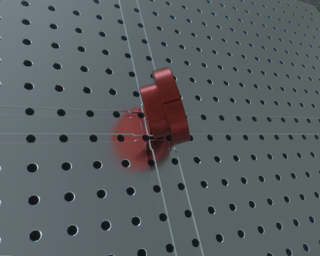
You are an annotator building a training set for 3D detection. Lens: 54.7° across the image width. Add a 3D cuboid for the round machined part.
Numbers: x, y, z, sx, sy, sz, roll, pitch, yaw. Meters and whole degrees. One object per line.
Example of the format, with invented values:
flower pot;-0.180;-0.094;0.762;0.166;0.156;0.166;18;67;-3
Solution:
round machined part;0.003;-0.024;0.391;0.042;0.098;0.098;-16;67;-1
